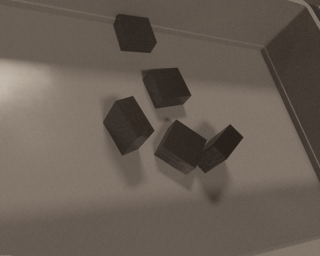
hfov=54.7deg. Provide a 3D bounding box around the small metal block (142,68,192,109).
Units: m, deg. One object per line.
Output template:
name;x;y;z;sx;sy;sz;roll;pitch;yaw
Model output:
small metal block;0.010;-0.059;0.448;0.050;0.025;0.050;-11;68;-33

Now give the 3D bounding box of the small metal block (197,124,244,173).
small metal block;0.077;0.028;0.416;0.025;0.050;0.050;46;51;3

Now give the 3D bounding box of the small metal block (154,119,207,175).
small metal block;0.028;0.025;0.407;0.050;0.025;0.050;34;51;-6

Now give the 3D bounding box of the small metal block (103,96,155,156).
small metal block;-0.039;-0.002;0.371;0.025;0.050;0.050;-22;74;-36

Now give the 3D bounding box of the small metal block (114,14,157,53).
small metal block;-0.038;-0.144;0.474;0.050;0.025;0.050;-4;64;-30
